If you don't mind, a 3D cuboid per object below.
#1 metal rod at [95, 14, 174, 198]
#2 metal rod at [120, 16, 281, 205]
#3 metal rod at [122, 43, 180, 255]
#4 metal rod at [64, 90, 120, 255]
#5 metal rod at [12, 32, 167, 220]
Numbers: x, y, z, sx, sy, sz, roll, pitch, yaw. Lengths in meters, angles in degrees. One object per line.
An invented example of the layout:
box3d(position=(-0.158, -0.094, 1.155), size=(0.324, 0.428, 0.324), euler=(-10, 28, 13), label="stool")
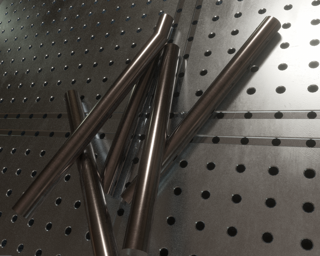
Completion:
box3d(position=(-0.031, -0.047, 0.451), size=(0.025, 0.025, 0.300), euler=(4, 63, 29), label="metal rod")
box3d(position=(0.057, -0.026, 0.393), size=(0.025, 0.025, 0.300), euler=(33, 80, 38), label="metal rod")
box3d(position=(-0.003, -0.001, 0.381), size=(0.025, 0.025, 0.300), euler=(-9, 49, 23), label="metal rod")
box3d(position=(-0.098, 0.039, 0.408), size=(0.025, 0.025, 0.300), euler=(-34, 44, 6), label="metal rod")
box3d(position=(-0.080, -0.017, 0.408), size=(0.025, 0.025, 0.300), euler=(19, 65, 35), label="metal rod")
